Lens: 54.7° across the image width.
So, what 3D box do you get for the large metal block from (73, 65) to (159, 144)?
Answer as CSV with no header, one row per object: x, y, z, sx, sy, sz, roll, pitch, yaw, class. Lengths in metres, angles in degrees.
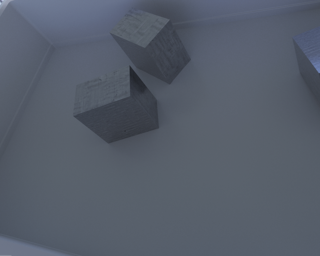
-0.056,-0.028,0.416,0.080,0.080,0.050,-17,55,18,large metal block

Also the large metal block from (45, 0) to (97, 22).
-0.188,-0.278,0.639,0.080,0.080,0.050,-15,56,19,large metal block

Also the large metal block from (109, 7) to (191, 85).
-0.013,-0.118,0.448,0.080,0.080,0.050,33,80,38,large metal block

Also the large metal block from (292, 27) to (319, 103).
0.194,-0.071,0.318,0.080,0.050,0.080,-19,37,16,large metal block
